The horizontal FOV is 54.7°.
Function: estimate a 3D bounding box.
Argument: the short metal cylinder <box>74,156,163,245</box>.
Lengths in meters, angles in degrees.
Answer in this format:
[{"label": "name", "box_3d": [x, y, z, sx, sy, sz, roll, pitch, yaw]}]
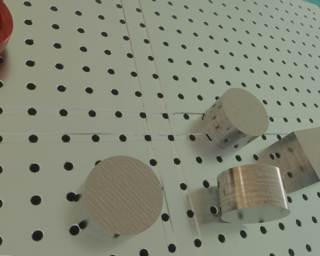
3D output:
[{"label": "short metal cylinder", "box_3d": [-0.044, 0.075, 0.322, 0.081, 0.050, 0.080, 14, 56, -21]}]

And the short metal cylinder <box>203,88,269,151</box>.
[{"label": "short metal cylinder", "box_3d": [0.112, -0.012, 0.460, 0.081, 0.050, 0.080, 14, 56, -21]}]

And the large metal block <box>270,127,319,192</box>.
[{"label": "large metal block", "box_3d": [0.237, 0.047, 0.490, 0.081, 0.050, 0.080, -7, 65, -31]}]

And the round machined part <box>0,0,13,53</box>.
[{"label": "round machined part", "box_3d": [-0.220, -0.115, 0.342, 0.099, 0.042, 0.098, 19, 55, -29]}]

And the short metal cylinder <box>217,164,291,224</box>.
[{"label": "short metal cylinder", "box_3d": [0.113, 0.084, 0.383, 0.081, 0.080, 0.050, 12, 57, -22]}]
